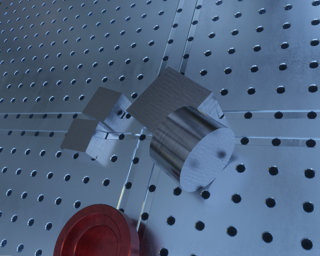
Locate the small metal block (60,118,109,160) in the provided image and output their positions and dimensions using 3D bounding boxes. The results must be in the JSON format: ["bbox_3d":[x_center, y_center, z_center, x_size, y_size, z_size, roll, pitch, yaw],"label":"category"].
[{"bbox_3d":[-0.111,0.015,0.455,0.050,0.025,0.050,6,65,30],"label":"small metal block"}]

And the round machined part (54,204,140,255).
[{"bbox_3d":[-0.066,0.138,0.346,0.098,0.042,0.098,-13,56,20],"label":"round machined part"}]

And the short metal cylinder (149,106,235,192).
[{"bbox_3d":[0.036,0.022,0.340,0.080,0.080,0.050,-48,52,-5],"label":"short metal cylinder"}]

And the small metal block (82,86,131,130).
[{"bbox_3d":[-0.081,-0.031,0.468,0.050,0.025,0.050,20,72,35],"label":"small metal block"}]

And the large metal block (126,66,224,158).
[{"bbox_3d":[0.018,-0.020,0.394,0.080,0.050,0.080,-47,51,-5],"label":"large metal block"}]
